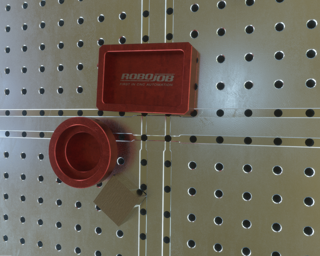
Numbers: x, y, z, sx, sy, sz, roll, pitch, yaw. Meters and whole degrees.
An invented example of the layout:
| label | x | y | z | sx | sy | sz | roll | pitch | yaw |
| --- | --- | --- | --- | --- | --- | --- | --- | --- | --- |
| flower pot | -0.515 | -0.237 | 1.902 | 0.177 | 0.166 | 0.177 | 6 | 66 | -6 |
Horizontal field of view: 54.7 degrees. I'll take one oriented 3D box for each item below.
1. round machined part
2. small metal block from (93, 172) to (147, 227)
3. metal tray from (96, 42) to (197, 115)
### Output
| label | x | y | z | sx | sy | sz | roll | pitch | yaw |
| --- | --- | --- | --- | --- | --- | --- | --- | --- | --- |
| round machined part | -0.104 | 0.033 | 0.439 | 0.098 | 0.042 | 0.097 | 0 | 90 | 19 |
| small metal block | -0.056 | 0.098 | 0.431 | 0.050 | 0.025 | 0.050 | 40 | 102 | 15 |
| metal tray | -0.019 | -0.065 | 0.415 | 0.130 | 0.030 | 0.089 | 4 | 91 | 19 |
